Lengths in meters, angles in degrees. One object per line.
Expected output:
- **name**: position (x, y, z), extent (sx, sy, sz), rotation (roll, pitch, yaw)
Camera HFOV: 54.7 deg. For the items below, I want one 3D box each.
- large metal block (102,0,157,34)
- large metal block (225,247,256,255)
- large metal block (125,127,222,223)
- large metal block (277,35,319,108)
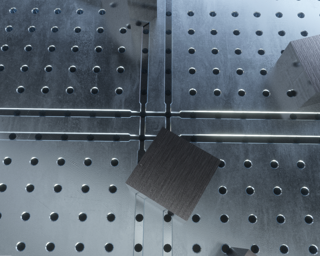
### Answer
- **large metal block**: position (-0.049, -0.203, 0.456), extent (0.050, 0.080, 0.080), rotation (-37, 75, -12)
- **large metal block**: position (0.079, 0.174, 0.320), extent (0.050, 0.080, 0.080), rotation (38, 74, 12)
- **large metal block**: position (0.016, 0.058, 0.377), extent (0.080, 0.050, 0.080), rotation (30, 73, 10)
- **large metal block**: position (0.225, -0.082, 0.431), extent (0.081, 0.050, 0.080), rotation (-14, 71, -6)
